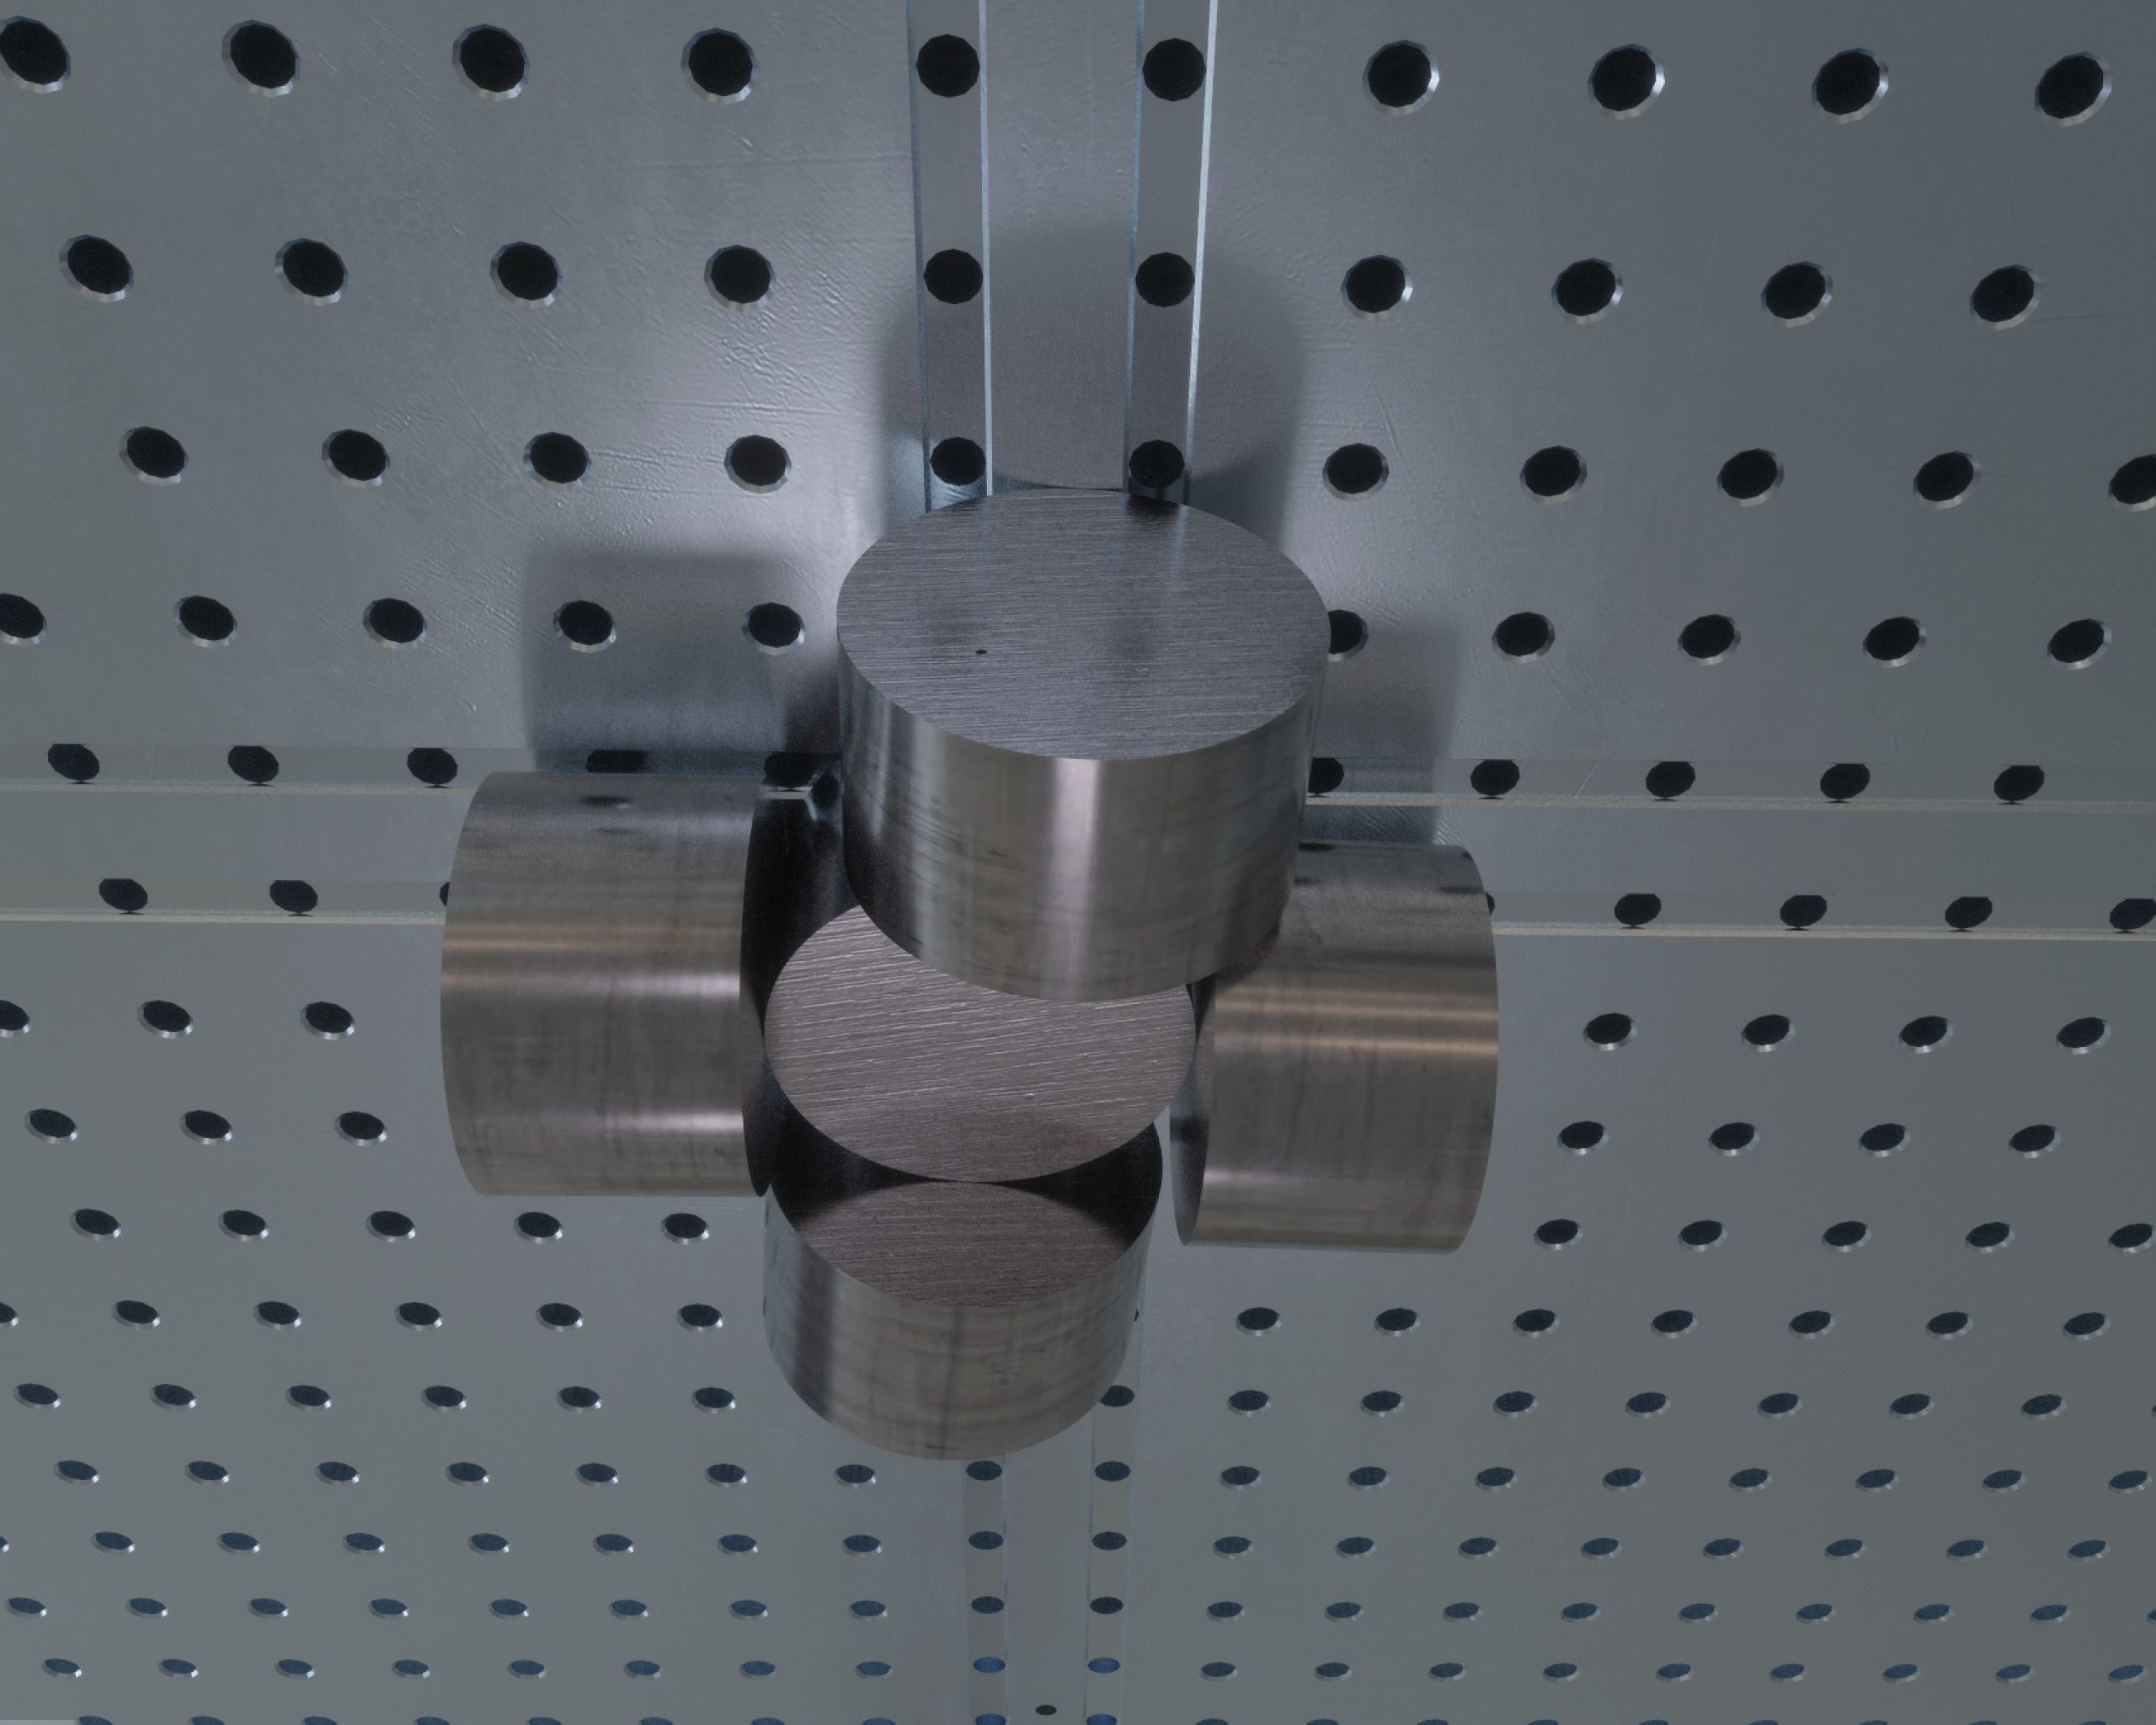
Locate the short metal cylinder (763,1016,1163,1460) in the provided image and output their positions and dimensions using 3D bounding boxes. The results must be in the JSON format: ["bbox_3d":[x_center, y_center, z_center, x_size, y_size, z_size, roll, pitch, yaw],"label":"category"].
[{"bbox_3d":[-0.025,0.077,0.439,0.081,0.080,0.050,5,130,-4],"label":"short metal cylinder"}]

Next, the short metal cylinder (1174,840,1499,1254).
[{"bbox_3d":[0.047,0.035,0.406,0.050,0.080,0.079,3,130,-3],"label":"short metal cylinder"}]

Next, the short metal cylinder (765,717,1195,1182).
[{"bbox_3d":[-0.019,0.017,0.410,0.081,0.050,0.079,-1,130,-1],"label":"short metal cylinder"}]

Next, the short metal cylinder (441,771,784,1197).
[{"bbox_3d":[-0.084,0.023,0.394,0.050,0.080,0.079,1,130,-2],"label":"short metal cylinder"}]

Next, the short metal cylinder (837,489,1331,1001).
[{"bbox_3d":[0.000,-0.022,0.356,0.081,0.080,0.050,2,130,-2],"label":"short metal cylinder"}]
